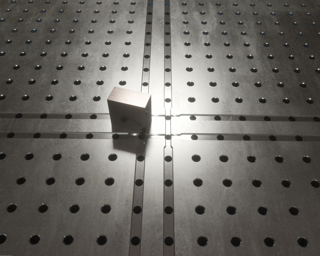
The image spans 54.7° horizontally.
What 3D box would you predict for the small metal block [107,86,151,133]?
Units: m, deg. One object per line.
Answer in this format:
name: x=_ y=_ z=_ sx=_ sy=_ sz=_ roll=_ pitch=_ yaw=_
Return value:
small metal block: x=-0.039 y=-0.024 z=0.411 sx=0.050 sy=0.050 sz=0.025 roll=13 pitch=51 yaw=10
